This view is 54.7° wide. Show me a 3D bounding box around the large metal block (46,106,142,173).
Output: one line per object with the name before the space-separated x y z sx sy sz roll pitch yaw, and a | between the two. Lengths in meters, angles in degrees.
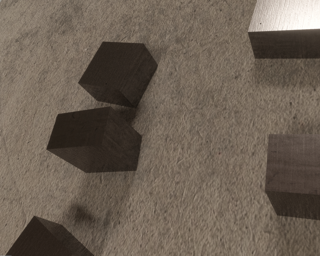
large metal block | -0.080 0.019 0.398 0.080 0.080 0.050 -6 59 25

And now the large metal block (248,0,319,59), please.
large metal block | 0.163 -0.134 0.384 0.080 0.050 0.080 8 65 31

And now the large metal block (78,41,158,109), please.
large metal block | -0.062 -0.082 0.469 0.080 0.050 0.080 13 68 33

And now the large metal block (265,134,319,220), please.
large metal block | 0.140 0.046 0.267 0.080 0.080 0.050 -1 62 27

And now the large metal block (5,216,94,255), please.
large metal block | -0.132 0.162 0.356 0.080 0.050 0.080 25 75 36
